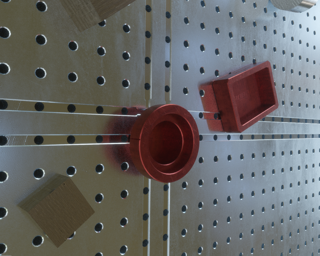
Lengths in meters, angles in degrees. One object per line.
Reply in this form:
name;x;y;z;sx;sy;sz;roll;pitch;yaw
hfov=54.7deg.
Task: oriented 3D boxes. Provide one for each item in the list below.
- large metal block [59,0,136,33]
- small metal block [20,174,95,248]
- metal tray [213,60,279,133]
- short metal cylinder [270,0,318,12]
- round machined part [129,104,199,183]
large metal block;-0.069;-0.163;0.335;0.080;0.050;0.080;-46;118;-30
small metal block;-0.105;0.085;0.321;0.050;0.025;0.050;-42;116;-32
metal tray;0.151;-0.056;0.531;0.131;0.030;0.089;-27;107;-37
short metal cylinder;0.257;-0.264;0.587;0.050;0.080;0.079;-10;97;-40
round machined part;0.001;0.018;0.398;0.099;0.042;0.097;-2;94;-39
